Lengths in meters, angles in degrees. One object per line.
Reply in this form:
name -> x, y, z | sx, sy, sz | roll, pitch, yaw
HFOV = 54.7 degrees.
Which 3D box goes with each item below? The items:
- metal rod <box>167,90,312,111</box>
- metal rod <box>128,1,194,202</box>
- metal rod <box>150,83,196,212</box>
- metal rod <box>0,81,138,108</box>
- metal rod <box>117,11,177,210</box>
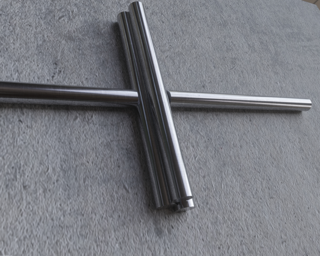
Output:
metal rod -> 0.142, -0.043, 0.510 | 0.303, 0.025, 0.025 | -1, 62, -29
metal rod -> -0.005, -0.052, 0.410 | 0.025, 0.025, 0.299 | 1, 61, -28
metal rod -> -0.001, -0.035, 0.429 | 0.025, 0.025, 0.299 | 1, 61, -28
metal rod -> -0.167, -0.039, 0.339 | 0.303, 0.025, 0.025 | 0, 62, -28
metal rod -> -0.024, -0.041, 0.419 | 0.025, 0.025, 0.299 | 1, 61, -28
